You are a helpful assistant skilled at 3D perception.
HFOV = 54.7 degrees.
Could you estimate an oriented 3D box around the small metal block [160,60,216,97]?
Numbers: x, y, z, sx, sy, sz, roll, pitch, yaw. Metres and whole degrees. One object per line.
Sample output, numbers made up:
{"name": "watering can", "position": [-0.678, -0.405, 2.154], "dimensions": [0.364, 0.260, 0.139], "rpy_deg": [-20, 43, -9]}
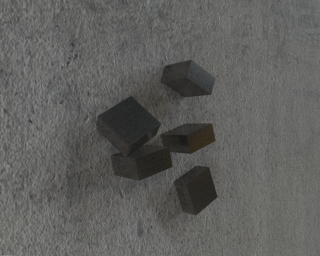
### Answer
{"name": "small metal block", "position": [0.038, -0.065, 0.420], "dimensions": [0.050, 0.050, 0.025], "rpy_deg": [27, 73, -37]}

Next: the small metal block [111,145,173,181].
{"name": "small metal block", "position": [-0.022, 0.040, 0.370], "dimensions": [0.050, 0.050, 0.025], "rpy_deg": [-17, 101, -39]}

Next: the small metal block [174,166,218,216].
{"name": "small metal block", "position": [0.053, 0.089, 0.449], "dimensions": [0.050, 0.025, 0.050], "rpy_deg": [-29, 108, -36]}

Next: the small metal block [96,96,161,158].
{"name": "small metal block", "position": [-0.036, -0.002, 0.357], "dimensions": [0.050, 0.025, 0.050], "rpy_deg": [43, 55, 15]}

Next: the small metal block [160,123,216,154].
{"name": "small metal block", "position": [0.038, 0.013, 0.420], "dimensions": [0.050, 0.050, 0.025], "rpy_deg": [-22, 104, -38]}
